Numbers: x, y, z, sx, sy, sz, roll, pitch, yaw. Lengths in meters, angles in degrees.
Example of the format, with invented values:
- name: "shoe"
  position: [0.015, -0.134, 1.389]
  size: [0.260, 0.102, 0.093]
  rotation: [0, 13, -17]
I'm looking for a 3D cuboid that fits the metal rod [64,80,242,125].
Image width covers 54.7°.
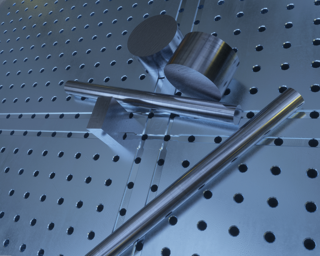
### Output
- name: "metal rod"
  position: [-0.031, -0.043, 0.450]
  size: [0.300, 0.025, 0.025]
  rotation: [12, 68, 33]

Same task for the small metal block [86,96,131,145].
- name: "small metal block"
  position: [-0.071, -0.009, 0.435]
  size: [0.025, 0.050, 0.050]
  rotation: [0, 62, 28]

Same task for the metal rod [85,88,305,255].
- name: "metal rod"
  position: [0.038, 0.060, 0.351]
  size: [0.300, 0.025, 0.025]
  rotation: [-40, 51, 1]

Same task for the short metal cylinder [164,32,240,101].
- name: "short metal cylinder"
  position: [0.052, -0.074, 0.391]
  size: [0.080, 0.080, 0.050]
  rotation: [20, 73, 35]

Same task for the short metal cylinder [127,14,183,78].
- name: "short metal cylinder"
  position: [-0.002, -0.124, 0.469]
  size: [0.080, 0.050, 0.080]
  rotation: [-13, 56, 21]
